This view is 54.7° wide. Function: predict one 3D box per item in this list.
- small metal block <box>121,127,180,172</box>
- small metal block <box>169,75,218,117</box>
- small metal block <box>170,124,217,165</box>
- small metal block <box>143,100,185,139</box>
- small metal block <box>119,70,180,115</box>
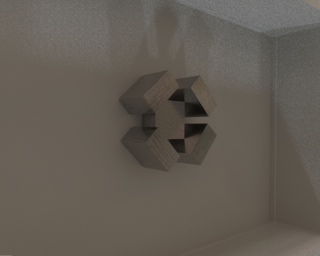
[{"bbox_3d":[-0.012,0.025,0.378,0.025,0.050,0.050,-52,120,-26],"label":"small metal block"},{"bbox_3d":[0.042,-0.042,0.422,0.025,0.050,0.050,-53,122,-28],"label":"small metal block"},{"bbox_3d":[0.041,0.021,0.422,0.025,0.050,0.050,49,60,-30],"label":"small metal block"},{"bbox_3d":[0.006,-0.011,0.408,0.050,0.025,0.050,1,90,-40],"label":"small metal block"},{"bbox_3d":[-0.013,-0.043,0.376,0.050,0.050,0.025,-49,119,-28],"label":"small metal block"}]
